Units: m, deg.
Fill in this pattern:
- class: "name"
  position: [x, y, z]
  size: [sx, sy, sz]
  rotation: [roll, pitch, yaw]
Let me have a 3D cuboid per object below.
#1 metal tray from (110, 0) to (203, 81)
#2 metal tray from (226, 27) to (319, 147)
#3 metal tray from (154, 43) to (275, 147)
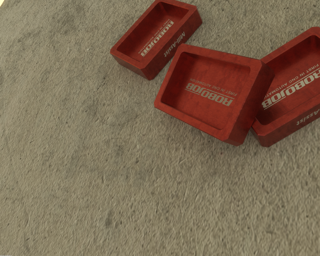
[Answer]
- class: "metal tray"
  position: [-0.007, -0.146, 0.493]
  size: [0.090, 0.030, 0.130]
  rotation: [34, 81, 38]
- class: "metal tray"
  position: [0.149, -0.048, 0.352]
  size: [0.130, 0.030, 0.090]
  rotation: [-32, 52, 7]
- class: "metal tray"
  position: [0.056, -0.044, 0.365]
  size: [0.130, 0.030, 0.090]
  rotation: [30, 98, 47]
